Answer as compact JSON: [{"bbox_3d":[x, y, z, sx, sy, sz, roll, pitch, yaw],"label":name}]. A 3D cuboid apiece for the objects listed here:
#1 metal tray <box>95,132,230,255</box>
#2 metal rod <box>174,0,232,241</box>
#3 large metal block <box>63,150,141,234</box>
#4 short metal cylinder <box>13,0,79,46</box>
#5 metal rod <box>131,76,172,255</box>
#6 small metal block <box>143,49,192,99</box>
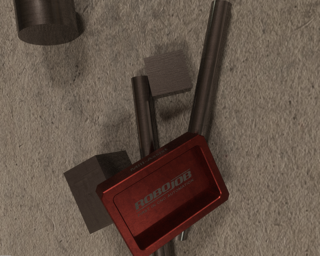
[{"bbox_3d":[0.007,0.073,0.351,0.131,0.030,0.090,-30,106,-17],"label":"metal tray"},{"bbox_3d":[0.050,-0.007,0.390,0.025,0.025,0.298,12,94,19],"label":"metal rod"},{"bbox_3d":[-0.066,0.078,0.402,0.050,0.080,0.080,-29,81,17],"label":"large metal block"},{"bbox_3d":[-0.159,-0.154,0.434,0.080,0.080,0.050,-10,87,19],"label":"short metal cylinder"},{"bbox_3d":[-0.008,0.080,0.410,0.025,0.025,0.298,-8,87,19],"label":"metal rod"},{"bbox_3d":[0.010,-0.068,0.397,0.050,0.025,0.050,-13,85,0],"label":"small metal block"}]
